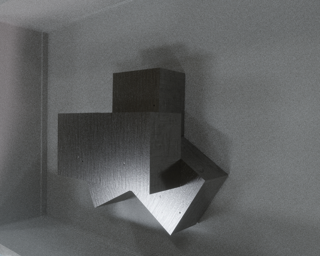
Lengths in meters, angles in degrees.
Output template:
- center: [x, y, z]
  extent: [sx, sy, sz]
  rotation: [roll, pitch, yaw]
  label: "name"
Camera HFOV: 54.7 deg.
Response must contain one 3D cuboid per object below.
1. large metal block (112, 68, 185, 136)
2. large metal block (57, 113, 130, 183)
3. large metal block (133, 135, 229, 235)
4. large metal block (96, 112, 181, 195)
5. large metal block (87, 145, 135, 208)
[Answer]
- center: [-0.016, -0.031, 0.402]
  extent: [0.080, 0.050, 0.079]
  rotation: [2, 91, 40]
  label: "large metal block"
- center: [-0.085, 0.022, 0.394]
  extent: [0.080, 0.050, 0.080]
  rotation: [1, 91, 40]
  label: "large metal block"
- center: [0.020, 0.064, 0.371]
  extent: [0.080, 0.050, 0.080]
  rotation: [42, 115, 32]
  label: "large metal block"
- center: [-0.024, 0.023, 0.342]
  extent: [0.080, 0.050, 0.080]
  rotation: [1, 91, 40]
  label: "large metal block"
- center: [-0.061, 0.058, 0.439]
  extent: [0.080, 0.050, 0.080]
  rotation: [-32, 70, 35]
  label: "large metal block"
